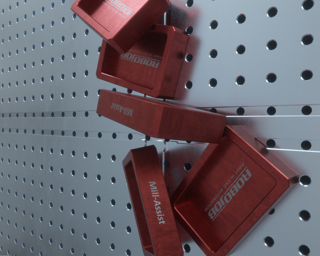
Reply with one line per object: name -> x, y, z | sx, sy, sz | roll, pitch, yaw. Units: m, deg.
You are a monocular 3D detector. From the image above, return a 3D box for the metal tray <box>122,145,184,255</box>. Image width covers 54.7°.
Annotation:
metal tray -> -0.013, 0.094, 0.384 | 0.090, 0.030, 0.129 | 131, 126, -70

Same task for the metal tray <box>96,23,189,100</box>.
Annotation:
metal tray -> -0.030, -0.098, 0.428 | 0.130, 0.030, 0.089 | 23, 104, 37

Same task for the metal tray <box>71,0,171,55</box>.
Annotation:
metal tray -> -0.057, -0.164, 0.417 | 0.090, 0.030, 0.130 | -46, 51, 2

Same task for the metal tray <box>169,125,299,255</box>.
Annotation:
metal tray -> 0.073, 0.072, 0.344 | 0.090, 0.030, 0.129 | 46, 117, 30

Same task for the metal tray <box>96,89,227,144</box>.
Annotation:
metal tray -> -0.003, -0.015, 0.346 | 0.130, 0.091, 0.030 | 21, 101, 53
